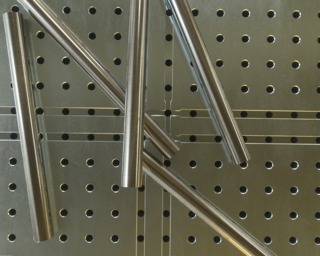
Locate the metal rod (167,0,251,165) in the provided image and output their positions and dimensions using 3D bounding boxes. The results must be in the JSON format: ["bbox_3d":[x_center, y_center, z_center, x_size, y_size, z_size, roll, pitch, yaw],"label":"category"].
[{"bbox_3d":[0.054,-0.094,0.414,0.025,0.025,0.299,-22,90,0],"label":"metal rod"}]

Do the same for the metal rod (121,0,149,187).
[{"bbox_3d":[-0.030,-0.077,0.394,0.025,0.025,0.298,2,82,-1],"label":"metal rod"}]

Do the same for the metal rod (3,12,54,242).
[{"bbox_3d":[-0.174,-0.001,0.411,0.025,0.025,0.298,-8,90,0],"label":"metal rod"}]

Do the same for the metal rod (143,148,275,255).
[{"bbox_3d":[0.082,0.128,0.414,0.300,0.025,0.025,39,90,-1],"label":"metal rod"}]

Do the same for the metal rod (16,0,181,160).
[{"bbox_3d":[-0.084,-0.075,0.412,0.025,0.025,0.300,-43,91,0],"label":"metal rod"}]
